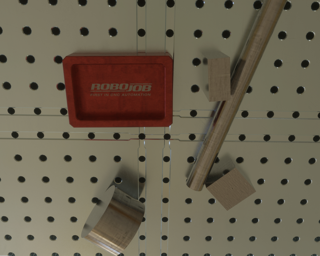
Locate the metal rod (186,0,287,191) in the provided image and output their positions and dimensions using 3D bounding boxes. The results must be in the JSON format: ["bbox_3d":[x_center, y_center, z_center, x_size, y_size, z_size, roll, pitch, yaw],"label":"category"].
[{"bbox_3d":[0.098,-0.049,0.396,0.025,0.025,0.298,18,109,-7],"label":"metal rod"}]

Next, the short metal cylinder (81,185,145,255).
[{"bbox_3d":[-0.065,0.127,0.430,0.050,0.080,0.080,35,106,-12],"label":"short metal cylinder"}]

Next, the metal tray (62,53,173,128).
[{"bbox_3d":[-0.050,-0.048,0.392,0.131,0.030,0.089,0,110,-1],"label":"metal tray"}]

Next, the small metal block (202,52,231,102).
[{"bbox_3d":[0.068,-0.063,0.378,0.025,0.050,0.050,-5,110,1],"label":"small metal block"}]

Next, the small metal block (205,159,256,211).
[{"bbox_3d":[0.100,0.082,0.445,0.050,0.025,0.050,-38,106,12],"label":"small metal block"}]
